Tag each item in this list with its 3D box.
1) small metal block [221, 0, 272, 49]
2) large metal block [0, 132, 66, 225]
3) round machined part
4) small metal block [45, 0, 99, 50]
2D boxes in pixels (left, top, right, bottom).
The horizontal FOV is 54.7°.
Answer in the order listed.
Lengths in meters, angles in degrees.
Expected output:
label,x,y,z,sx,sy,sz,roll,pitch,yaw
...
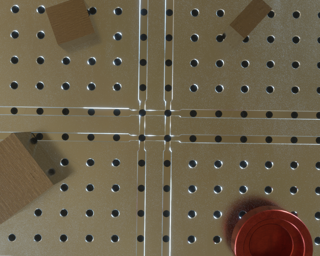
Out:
label,x,y,z,sx,sy,sz,roll,pitch,yaw
small metal block,0.111,-0.136,0.402,0.025,0.050,0.050,43,90,-1
large metal block,-0.185,0.061,0.399,0.080,0.050,0.080,-37,90,0
round machined part,0.142,0.150,0.407,0.099,0.042,0.097,0,90,-1
small metal block,-0.116,-0.139,0.412,0.050,0.025,0.050,-19,90,-1
